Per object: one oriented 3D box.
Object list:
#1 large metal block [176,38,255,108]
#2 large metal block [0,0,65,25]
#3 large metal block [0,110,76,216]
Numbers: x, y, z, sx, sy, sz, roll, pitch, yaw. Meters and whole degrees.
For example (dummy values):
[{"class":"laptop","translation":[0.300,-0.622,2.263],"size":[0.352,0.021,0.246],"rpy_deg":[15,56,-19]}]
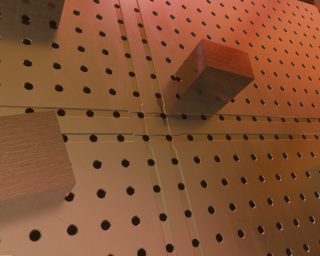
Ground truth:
[{"class":"large metal block","translation":[0.080,-0.079,0.466],"size":[0.081,0.080,0.050],"rpy_deg":[9,58,-24]},{"class":"large metal block","translation":[-0.176,-0.193,0.416],"size":[0.081,0.050,0.080],"rpy_deg":[2,61,-28]},{"class":"large metal block","translation":[-0.136,0.034,0.299],"size":[0.081,0.050,0.080],"rpy_deg":[-10,67,-33]}]
